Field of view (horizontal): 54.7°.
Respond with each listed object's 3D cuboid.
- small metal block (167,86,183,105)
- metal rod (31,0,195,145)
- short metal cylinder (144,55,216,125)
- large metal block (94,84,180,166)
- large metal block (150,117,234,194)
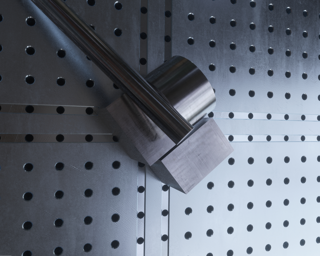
[{"bbox_3d":[0.015,-0.049,0.420,0.050,0.025,0.050,-43,104,-15],"label":"small metal block"},{"bbox_3d":[-0.080,-0.096,0.328,0.300,0.025,0.025,45,75,7],"label":"metal rod"},{"bbox_3d":[0.019,-0.037,0.364,0.050,0.080,0.080,-39,103,-16],"label":"short metal cylinder"},{"bbox_3d":[-0.029,-0.005,0.374,0.050,0.080,0.080,-40,103,-16],"label":"large metal block"},{"bbox_3d":[0.032,0.031,0.394,0.080,0.080,0.050,-39,103,-16],"label":"large metal block"}]
